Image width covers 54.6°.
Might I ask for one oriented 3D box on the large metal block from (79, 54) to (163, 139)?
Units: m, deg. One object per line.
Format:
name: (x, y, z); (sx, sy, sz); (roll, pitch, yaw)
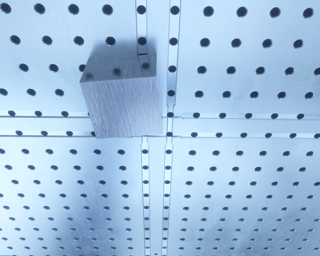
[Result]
large metal block: (-0.040, -0.036, 0.364); (0.080, 0.050, 0.080); (-4, 130, 3)
